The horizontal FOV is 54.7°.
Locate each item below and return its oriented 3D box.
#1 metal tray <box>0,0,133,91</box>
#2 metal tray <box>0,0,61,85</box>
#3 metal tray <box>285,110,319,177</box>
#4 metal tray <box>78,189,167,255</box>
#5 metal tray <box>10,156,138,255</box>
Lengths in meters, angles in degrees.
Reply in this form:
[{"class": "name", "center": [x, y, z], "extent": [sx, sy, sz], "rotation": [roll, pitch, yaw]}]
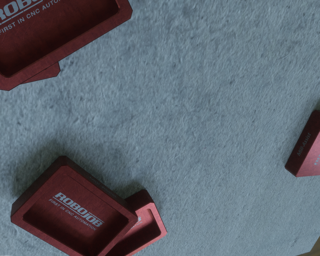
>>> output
[{"class": "metal tray", "center": [-0.098, -0.101, 0.248], "extent": [0.130, 0.030, 0.090], "rotation": [-34, 129, -7]}, {"class": "metal tray", "center": [-0.147, -0.099, 0.262], "extent": [0.091, 0.030, 0.129], "rotation": [-17, 126, -19]}, {"class": "metal tray", "center": [0.305, 0.031, 0.593], "extent": [0.091, 0.030, 0.129], "rotation": [2, 118, -30]}, {"class": "metal tray", "center": [-0.061, 0.160, 0.470], "extent": [0.131, 0.030, 0.090], "rotation": [-27, 128, -12]}, {"class": "metal tray", "center": [-0.103, 0.107, 0.391], "extent": [0.090, 0.030, 0.130], "rotation": [-46, 117, -2]}]
